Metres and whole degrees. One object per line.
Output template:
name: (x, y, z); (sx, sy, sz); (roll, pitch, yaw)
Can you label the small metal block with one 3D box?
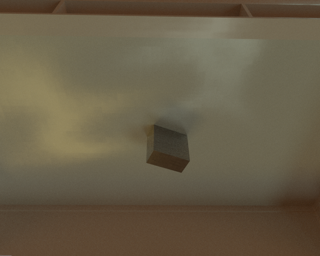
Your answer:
small metal block: (0.010, 0.027, 0.416); (0.050, 0.050, 0.025); (18, 128, -15)
